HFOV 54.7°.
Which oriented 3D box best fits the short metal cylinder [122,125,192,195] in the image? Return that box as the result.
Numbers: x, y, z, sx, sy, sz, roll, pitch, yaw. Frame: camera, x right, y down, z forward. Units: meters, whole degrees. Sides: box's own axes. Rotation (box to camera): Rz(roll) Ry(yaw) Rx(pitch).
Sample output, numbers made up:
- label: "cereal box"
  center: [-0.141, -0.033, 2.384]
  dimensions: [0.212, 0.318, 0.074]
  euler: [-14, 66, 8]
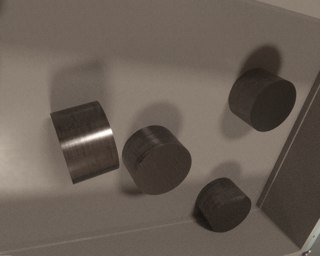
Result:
- label: "short metal cylinder"
  center: [-0.005, 0.043, 0.418]
  dimensions: [0.081, 0.050, 0.079]
  euler: [-14, 125, -21]

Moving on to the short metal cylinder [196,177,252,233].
- label: "short metal cylinder"
  center: [0.110, 0.133, 0.538]
  dimensions: [0.081, 0.050, 0.079]
  euler: [-14, 125, -21]

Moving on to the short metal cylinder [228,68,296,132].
- label: "short metal cylinder"
  center: [0.148, -0.041, 0.450]
  dimensions: [0.081, 0.050, 0.079]
  euler: [-14, 125, -21]

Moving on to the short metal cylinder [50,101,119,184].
- label: "short metal cylinder"
  center: [-0.082, 0.015, 0.338]
  dimensions: [0.050, 0.080, 0.079]
  euler: [-18, 126, -18]
